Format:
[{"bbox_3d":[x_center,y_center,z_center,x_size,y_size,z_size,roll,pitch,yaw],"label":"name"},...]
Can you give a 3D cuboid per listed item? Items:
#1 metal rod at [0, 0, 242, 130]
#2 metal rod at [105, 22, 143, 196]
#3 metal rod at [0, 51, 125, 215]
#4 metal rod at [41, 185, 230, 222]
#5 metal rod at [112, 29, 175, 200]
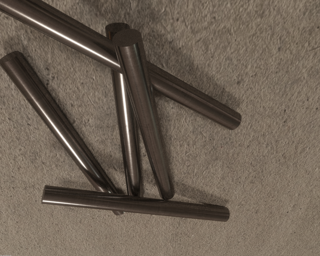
[{"bbox_3d":[-0.023,-0.062,0.325,0.302,0.025,0.025,24,127,-31],"label":"metal rod"},{"bbox_3d":[-0.041,0.010,0.414,0.025,0.025,0.298,-1,130,0],"label":"metal rod"},{"bbox_3d":[-0.116,0.030,0.430,0.025,0.025,0.299,-15,129,12],"label":"metal rod"},{"bbox_3d":[-0.022,0.120,0.478,0.302,0.025,0.025,13,130,-23],"label":"metal rod"},{"bbox_3d":[-0.008,0.014,0.380,0.025,0.025,0.299,-6,142,5],"label":"metal rod"}]
